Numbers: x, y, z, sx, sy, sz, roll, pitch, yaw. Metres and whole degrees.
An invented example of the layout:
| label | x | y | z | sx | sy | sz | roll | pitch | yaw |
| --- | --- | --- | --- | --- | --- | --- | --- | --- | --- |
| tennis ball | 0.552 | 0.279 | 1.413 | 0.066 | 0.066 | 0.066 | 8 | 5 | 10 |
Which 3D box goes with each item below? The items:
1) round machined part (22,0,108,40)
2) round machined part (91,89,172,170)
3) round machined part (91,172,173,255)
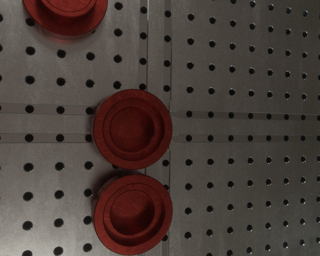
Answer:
| label | x | y | z | sx | sy | sz | roll | pitch | yaw |
| --- | --- | --- | --- | --- | --- | --- | --- | --- | --- |
| round machined part | -0.110 | -0.157 | 0.363 | 0.099 | 0.042 | 0.097 | 0 | 90 | -21 |
| round machined part | -0.038 | 0.002 | 0.391 | 0.099 | 0.042 | 0.097 | 0 | 90 | -21 |
| round machined part | -0.037 | 0.104 | 0.391 | 0.099 | 0.042 | 0.097 | 0 | 90 | -21 |
